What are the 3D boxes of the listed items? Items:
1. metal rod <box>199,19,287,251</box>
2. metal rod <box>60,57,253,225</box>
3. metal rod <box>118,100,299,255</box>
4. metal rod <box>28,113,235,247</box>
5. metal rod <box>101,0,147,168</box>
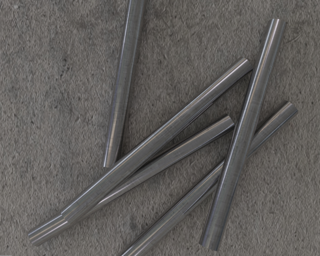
[{"bbox_3d":[0.107,0.002,0.390,0.025,0.025,0.299,19,82,0],"label":"metal rod"},{"bbox_3d":[0.000,0.012,0.396,0.301,0.025,0.025,-40,90,-6],"label":"metal rod"},{"bbox_3d":[0.063,0.074,0.410,0.300,0.025,0.025,-43,90,0],"label":"metal rod"},{"bbox_3d":[-0.036,0.068,0.409,0.301,0.025,0.025,-31,90,0],"label":"metal rod"},{"bbox_3d":[-0.041,-0.096,0.409,0.025,0.025,0.298,9,90,0],"label":"metal rod"}]
